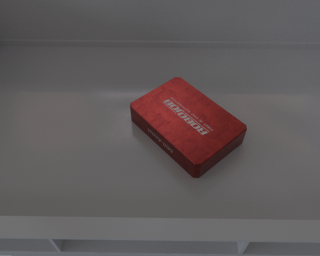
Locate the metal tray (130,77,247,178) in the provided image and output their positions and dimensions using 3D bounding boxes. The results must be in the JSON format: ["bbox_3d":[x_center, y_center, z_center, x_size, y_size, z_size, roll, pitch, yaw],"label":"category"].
[{"bbox_3d":[0.034,-0.007,0.408,0.091,0.030,0.130,-34,58,-25],"label":"metal tray"}]
